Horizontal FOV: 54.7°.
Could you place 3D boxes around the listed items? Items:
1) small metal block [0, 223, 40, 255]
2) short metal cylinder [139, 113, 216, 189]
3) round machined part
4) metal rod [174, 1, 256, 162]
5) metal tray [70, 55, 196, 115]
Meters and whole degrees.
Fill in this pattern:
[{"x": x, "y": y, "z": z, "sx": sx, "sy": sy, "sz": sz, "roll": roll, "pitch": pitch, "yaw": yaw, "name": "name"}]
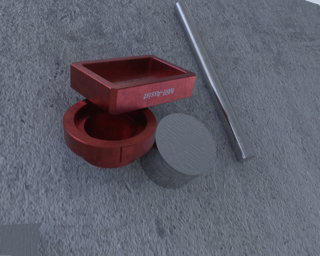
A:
[{"x": -0.132, "y": 0.111, "z": 0.265, "sx": 0.050, "sy": 0.025, "sz": 0.050, "roll": 5, "pitch": 60, "yaw": -26, "name": "small metal block"}, {"x": 0.021, "y": 0.029, "z": 0.381, "sx": 0.081, "sy": 0.050, "sz": 0.080, "roll": 14, "pitch": 56, "yaw": -21, "name": "short metal cylinder"}, {"x": -0.055, "y": 0.007, "z": 0.342, "sx": 0.099, "sy": 0.042, "sz": 0.098, "roll": 6, "pitch": 35, "yaw": -4, "name": "round machined part"}, {"x": 0.081, "y": -0.087, "z": 0.499, "sx": 0.025, "sy": 0.025, "sz": 0.299, "roll": -5, "pitch": 64, "yaw": -30, "name": "metal rod"}, {"x": -0.031, "y": -0.059, "z": 0.383, "sx": 0.131, "sy": 0.030, "sz": 0.090, "roll": -18, "pitch": 38, "yaw": -41, "name": "metal tray"}]
